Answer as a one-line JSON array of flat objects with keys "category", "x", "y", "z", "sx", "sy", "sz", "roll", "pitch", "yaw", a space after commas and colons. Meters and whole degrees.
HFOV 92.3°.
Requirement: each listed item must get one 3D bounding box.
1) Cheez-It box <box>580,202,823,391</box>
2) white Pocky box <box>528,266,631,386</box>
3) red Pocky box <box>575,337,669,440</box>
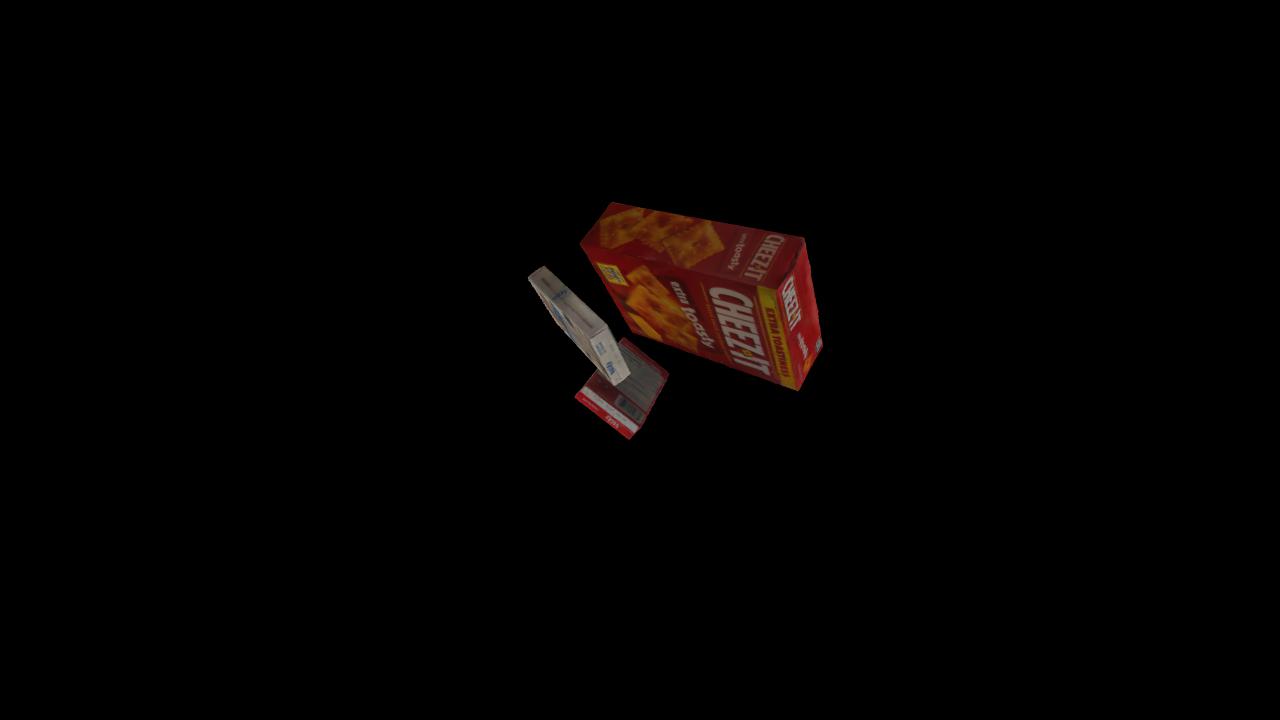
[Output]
[{"category": "Cheez-It box", "x": 0.067, "y": -0.067, "z": 0.634, "sx": 0.223, "sy": 0.071, "sz": 0.166, "roll": 20, "pitch": -23, "yaw": 32}, {"category": "white Pocky box", "x": -0.070, "y": -0.042, "z": 0.703, "sx": 0.028, "sy": 0.084, "sz": 0.154, "roll": -37, "pitch": 47, "yaw": -10}, {"category": "red Pocky box", "x": -0.017, "y": 0.031, "z": 0.767, "sx": 0.083, "sy": 0.028, "sz": 0.155, "roll": 38, "pitch": 28, "yaw": -2}]
